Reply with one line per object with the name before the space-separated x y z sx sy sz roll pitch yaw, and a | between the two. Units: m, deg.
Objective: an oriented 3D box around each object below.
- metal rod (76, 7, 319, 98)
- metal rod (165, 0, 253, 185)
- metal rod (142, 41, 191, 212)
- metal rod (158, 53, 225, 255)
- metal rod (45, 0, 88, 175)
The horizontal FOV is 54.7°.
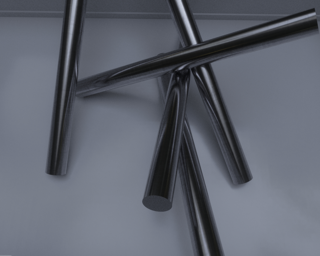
metal rod | 0.017 -0.077 0.361 0.300 0.025 0.025 -10 67 28
metal rod | 0.050 -0.073 0.375 0.025 0.025 0.299 -22 95 -8
metal rod | 0.021 -0.042 0.361 0.025 0.025 0.300 9 46 3
metal rod | 0.024 0.011 0.346 0.025 0.025 0.300 -8 48 -3
metal rod | -0.109 -0.090 0.375 0.025 0.025 0.298 9 96 3
